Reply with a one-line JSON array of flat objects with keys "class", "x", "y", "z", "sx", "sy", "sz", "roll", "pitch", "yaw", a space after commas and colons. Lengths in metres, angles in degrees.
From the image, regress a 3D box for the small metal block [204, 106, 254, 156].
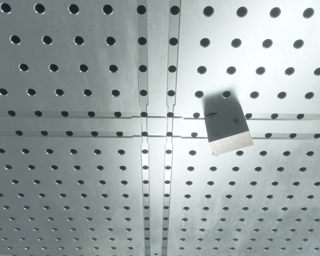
[{"class": "small metal block", "x": 0.087, "y": 0.003, "z": 0.398, "sx": 0.050, "sy": 0.050, "sz": 0.025, "roll": -18, "pitch": 128, "yaw": 14}]
